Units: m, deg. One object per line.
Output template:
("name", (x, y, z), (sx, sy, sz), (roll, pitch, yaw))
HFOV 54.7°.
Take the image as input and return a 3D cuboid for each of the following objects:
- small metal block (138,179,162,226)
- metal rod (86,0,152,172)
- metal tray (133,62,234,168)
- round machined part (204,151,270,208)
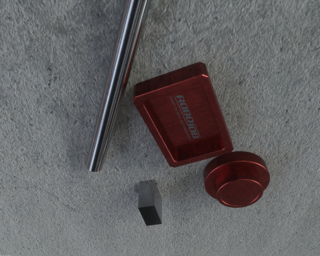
("small metal block", (-0.015, 0.118, 0.492), (0.025, 0.050, 0.050), (-10, 130, 8))
("metal rod", (-0.050, -0.054, 0.360), (0.025, 0.025, 0.298), (14, 129, -12))
("metal tray", (0.033, -0.011, 0.395), (0.090, 0.030, 0.130), (-17, 128, 14))
("round machined part", (0.117, 0.084, 0.469), (0.099, 0.042, 0.097), (0, 130, 0))
